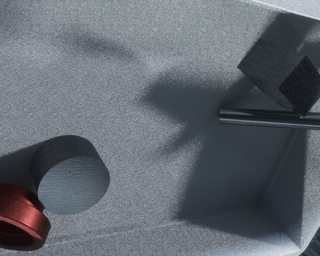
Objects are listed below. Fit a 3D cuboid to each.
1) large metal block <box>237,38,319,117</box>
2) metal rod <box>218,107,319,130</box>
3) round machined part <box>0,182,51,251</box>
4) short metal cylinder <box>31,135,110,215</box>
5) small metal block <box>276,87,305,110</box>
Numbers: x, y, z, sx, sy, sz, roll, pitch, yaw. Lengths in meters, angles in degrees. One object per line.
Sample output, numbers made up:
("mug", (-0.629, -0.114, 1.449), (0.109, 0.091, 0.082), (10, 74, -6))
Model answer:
("large metal block", (0.167, -0.070, 0.424), (0.080, 0.080, 0.050), (31, 101, -38))
("metal rod", (0.236, -0.008, 0.434), (0.302, 0.025, 0.025), (4, 122, 6))
("round machined part", (-0.170, 0.097, 0.345), (0.099, 0.042, 0.097), (5, 137, 5))
("short metal cylinder", (-0.106, 0.055, 0.367), (0.081, 0.050, 0.079), (-15, 124, -23))
("small metal block", (0.218, -0.062, 0.493), (0.050, 0.025, 0.050), (-17, 126, -19))
